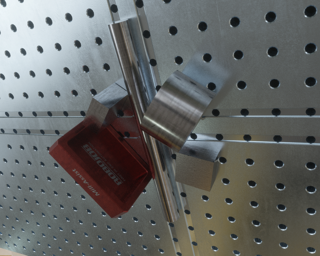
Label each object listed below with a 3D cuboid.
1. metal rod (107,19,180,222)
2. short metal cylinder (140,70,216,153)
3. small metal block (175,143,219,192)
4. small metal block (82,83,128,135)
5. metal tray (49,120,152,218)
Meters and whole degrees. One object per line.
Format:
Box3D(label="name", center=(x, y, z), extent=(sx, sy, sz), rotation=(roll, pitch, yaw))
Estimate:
Box3D(label="metal rod", center=(-0.015, 0.008, 0.422), extent=(0.025, 0.025, 0.298), rotation=(0, 119, 28))
Box3D(label="short metal cylinder", center=(0.021, -0.018, 0.352), extent=(0.050, 0.080, 0.079), rotation=(33, 129, 6))
Box3D(label="small metal block", center=(0.049, 0.052, 0.417), extent=(0.050, 0.025, 0.050), rotation=(14, 124, 20))
Box3D(label="small metal block", center=(-0.073, -0.026, 0.414), extent=(0.025, 0.050, 0.050), rotation=(36, 129, 4))
Box3D(label="metal tray", center=(-0.078, 0.050, 0.438), extent=(0.130, 0.090, 0.030), rotation=(48, 129, -6))
